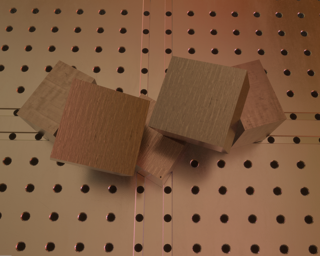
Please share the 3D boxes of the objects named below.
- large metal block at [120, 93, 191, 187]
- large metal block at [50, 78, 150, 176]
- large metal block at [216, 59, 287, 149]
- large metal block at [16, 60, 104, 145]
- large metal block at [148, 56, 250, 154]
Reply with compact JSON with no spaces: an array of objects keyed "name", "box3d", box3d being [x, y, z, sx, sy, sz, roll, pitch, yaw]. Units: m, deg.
[{"name":"large metal block","box3d":[-0.010,0.016,0.392,0.080,0.050,0.080,31,73,10]},{"name":"large metal block","box3d":[-0.064,0.003,0.327,0.081,0.050,0.080,16,77,-17]},{"name":"large metal block","box3d":[0.106,-0.027,0.393,0.050,0.080,0.080,-15,71,-6]},{"name":"large metal block","box3d":[-0.118,-0.023,0.389,0.050,0.080,0.080,28,72,9]},{"name":"large metal block","box3d":[0.044,-0.024,0.334,0.080,0.050,0.080,16,83,21]}]
